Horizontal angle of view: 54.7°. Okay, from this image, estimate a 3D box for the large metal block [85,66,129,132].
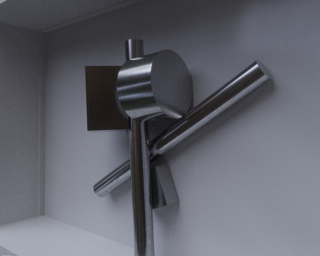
[{"bbox_3d":[-0.072,-0.036,0.420,0.080,0.050,0.080,165,102,-80],"label":"large metal block"}]

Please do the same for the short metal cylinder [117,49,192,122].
[{"bbox_3d":[-0.004,-0.048,0.370,0.050,0.081,0.080,-5,87,38],"label":"short metal cylinder"}]

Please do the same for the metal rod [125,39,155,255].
[{"bbox_3d":[-0.025,0.038,0.390,0.025,0.025,0.298,-6,85,39],"label":"metal rod"}]

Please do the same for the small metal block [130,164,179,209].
[{"bbox_3d":[-0.008,0.080,0.410,0.050,0.025,0.050,-27,74,36],"label":"small metal block"}]

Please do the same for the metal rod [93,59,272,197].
[{"bbox_3d":[0.007,0.018,0.396,0.299,0.025,0.025,-38,67,33],"label":"metal rod"}]
